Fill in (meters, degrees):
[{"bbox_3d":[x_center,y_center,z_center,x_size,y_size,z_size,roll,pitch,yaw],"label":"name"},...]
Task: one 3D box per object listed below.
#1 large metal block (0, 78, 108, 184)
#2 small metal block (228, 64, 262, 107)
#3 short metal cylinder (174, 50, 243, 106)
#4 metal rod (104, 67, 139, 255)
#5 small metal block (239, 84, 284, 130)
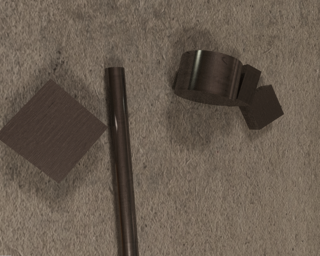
[{"bbox_3d":[-0.120,0.003,0.352,0.080,0.050,0.080,42,76,-16],"label":"large metal block"},{"bbox_3d":[0.109,-0.058,0.437,0.025,0.050,0.050,21,83,-24],"label":"small metal block"},{"bbox_3d":[0.063,-0.063,0.404,0.081,0.080,0.050,13,86,-20],"label":"short metal cylinder"},{"bbox_3d":[-0.046,0.074,0.392,0.025,0.025,0.298,-5,92,-20],"label":"metal rod"},{"bbox_3d":[0.151,-0.031,0.467,0.050,0.025,0.050,-30,100,-18],"label":"small metal block"}]
